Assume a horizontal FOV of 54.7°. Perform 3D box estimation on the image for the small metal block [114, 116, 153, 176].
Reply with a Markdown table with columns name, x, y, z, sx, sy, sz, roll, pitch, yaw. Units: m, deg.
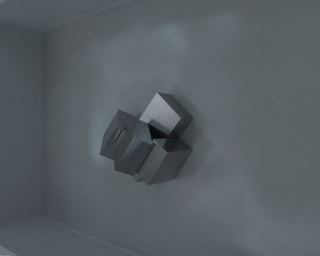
| name | x | y | z | sx | sy | sz | roll | pitch | yaw |
| --- | --- | --- | --- | --- | --- | --- | --- | --- | --- |
| small metal block | -0.035 | 0.022 | 0.383 | 0.050 | 0.025 | 0.050 | -59 | 23 | 23 |

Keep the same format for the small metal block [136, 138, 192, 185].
| name | x | y | z | sx | sy | sz | roll | pitch | yaw |
| --- | --- | --- | --- | --- | --- | --- | --- | --- | --- |
| small metal block | 0.005 | 0.040 | 0.382 | 0.025 | 0.050 | 0.050 | 43 | 116 | 31 |

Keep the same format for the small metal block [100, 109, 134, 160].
| name | x | y | z | sx | sy | sz | roll | pitch | yaw |
| --- | --- | --- | --- | --- | --- | --- | --- | --- | --- |
| small metal block | -0.060 | 0.010 | 0.436 | 0.050 | 0.025 | 0.050 | -55 | 20 | 26 |

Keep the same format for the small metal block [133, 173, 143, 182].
| name | x | y | z | sx | sy | sz | roll | pitch | yaw |
| --- | --- | --- | --- | --- | --- | --- | --- | --- | --- |
| small metal block | -0.024 | 0.037 | 0.422 | 0.050 | 0.025 | 0.050 | 50 | 119 | 28 |

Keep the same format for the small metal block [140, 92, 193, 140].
| name | x | y | z | sx | sy | sz | roll | pitch | yaw |
| --- | --- | --- | --- | --- | --- | --- | --- | --- | --- |
| small metal block | 0.006 | -0.010 | 0.398 | 0.050 | 0.025 | 0.050 | 50 | 119 | 28 |
